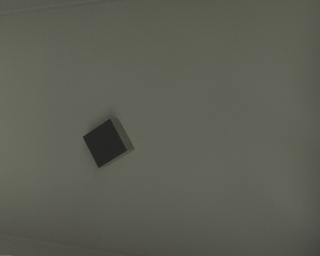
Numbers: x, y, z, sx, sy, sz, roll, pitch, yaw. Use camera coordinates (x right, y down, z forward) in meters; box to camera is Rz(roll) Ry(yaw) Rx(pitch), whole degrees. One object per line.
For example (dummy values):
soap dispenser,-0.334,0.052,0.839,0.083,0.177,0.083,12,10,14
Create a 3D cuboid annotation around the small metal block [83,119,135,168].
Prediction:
small metal block,-0.072,0.021,0.435,0.050,0.025,0.050,-32,80,17
